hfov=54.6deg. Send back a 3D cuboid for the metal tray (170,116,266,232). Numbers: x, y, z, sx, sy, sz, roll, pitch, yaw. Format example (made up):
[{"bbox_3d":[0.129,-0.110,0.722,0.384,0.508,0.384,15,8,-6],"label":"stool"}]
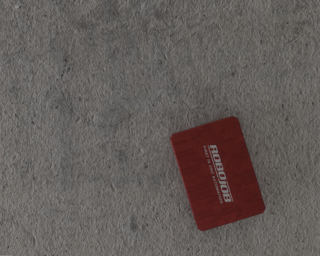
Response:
[{"bbox_3d":[0.074,0.058,0.408,0.090,0.030,0.129,-17,90,0],"label":"metal tray"}]
